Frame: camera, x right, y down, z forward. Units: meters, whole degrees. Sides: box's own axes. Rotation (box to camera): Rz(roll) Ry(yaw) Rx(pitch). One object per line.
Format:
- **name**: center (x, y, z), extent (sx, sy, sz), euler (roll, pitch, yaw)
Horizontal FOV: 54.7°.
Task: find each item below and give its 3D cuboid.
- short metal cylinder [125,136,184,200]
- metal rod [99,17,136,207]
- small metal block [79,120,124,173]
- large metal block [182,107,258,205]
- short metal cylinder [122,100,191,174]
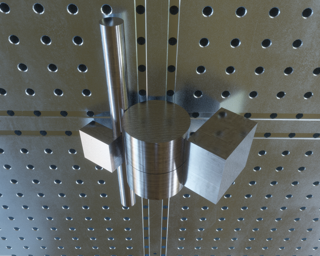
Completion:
- **short metal cylinder**: center (-0.005, 0.048, 0.411), extent (0.081, 0.080, 0.050), euler (0, 130, -1)
- **metal rod**: center (-0.050, 0.006, 0.410), extent (0.025, 0.025, 0.298), euler (0, 130, 0)
- **small metal block**: center (-0.077, 0.024, 0.412), extent (0.050, 0.025, 0.050), euler (24, 135, 25)
- **large metal block**: center (0.074, 0.034, 0.390), extent (0.050, 0.080, 0.079), euler (27, 137, 27)
- **short metal cylinder**: center (-0.005, 0.009, 0.378), extent (0.081, 0.080, 0.050), euler (0, 130, -1)
